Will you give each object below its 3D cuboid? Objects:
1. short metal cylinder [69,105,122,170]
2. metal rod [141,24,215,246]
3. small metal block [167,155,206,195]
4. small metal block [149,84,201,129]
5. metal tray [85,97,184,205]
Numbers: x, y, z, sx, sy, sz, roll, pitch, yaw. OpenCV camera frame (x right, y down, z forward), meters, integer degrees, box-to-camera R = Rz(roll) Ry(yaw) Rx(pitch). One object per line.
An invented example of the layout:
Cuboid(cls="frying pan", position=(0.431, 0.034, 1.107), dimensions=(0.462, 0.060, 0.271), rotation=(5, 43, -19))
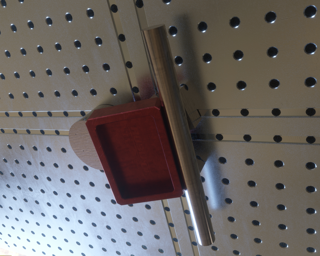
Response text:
Cuboid(cls="short metal cylinder", position=(-0.082, 0.013, 0.443), dimensions=(0.080, 0.050, 0.079), rotation=(13, 124, 20))
Cuboid(cls="metal rod", position=(0.029, 0.027, 0.379), dimensions=(0.025, 0.025, 0.298), rotation=(-1, 118, 28))
Cuboid(cls="small metal block", position=(0.027, 0.057, 0.430), dimensions=(0.050, 0.025, 0.050), rotation=(34, 129, 5))
Cuboid(cls="small metal block", position=(0.016, -0.021, 0.389), dimensions=(0.050, 0.025, 0.050), rotation=(-16, 110, 34))
Cuboid(cls="metal tray", position=(-0.027, 0.033, 0.390), dimensions=(0.090, 0.030, 0.129), rotation=(-11, 115, 11))
